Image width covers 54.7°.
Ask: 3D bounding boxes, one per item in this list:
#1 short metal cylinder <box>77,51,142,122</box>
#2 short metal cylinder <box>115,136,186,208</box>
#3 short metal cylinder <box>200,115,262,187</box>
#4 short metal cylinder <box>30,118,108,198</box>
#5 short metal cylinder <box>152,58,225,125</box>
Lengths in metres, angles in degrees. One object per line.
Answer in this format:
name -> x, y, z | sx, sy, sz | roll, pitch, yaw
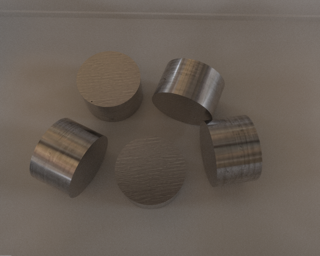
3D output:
short metal cylinder -> -0.065, -0.055, 0.414 | 0.081, 0.050, 0.080 | 0, 70, 0
short metal cylinder -> -0.011, 0.055, 0.374 | 0.081, 0.050, 0.080 | 0, 70, 0
short metal cylinder -> 0.081, 0.027, 0.370 | 0.050, 0.080, 0.080 | -8, 70, -3
short metal cylinder -> -0.104, 0.034, 0.364 | 0.050, 0.080, 0.080 | 26, 72, 9
short metal cylinder -> 0.036, -0.044, 0.397 | 0.080, 0.080, 0.050 | 20, 71, 7
